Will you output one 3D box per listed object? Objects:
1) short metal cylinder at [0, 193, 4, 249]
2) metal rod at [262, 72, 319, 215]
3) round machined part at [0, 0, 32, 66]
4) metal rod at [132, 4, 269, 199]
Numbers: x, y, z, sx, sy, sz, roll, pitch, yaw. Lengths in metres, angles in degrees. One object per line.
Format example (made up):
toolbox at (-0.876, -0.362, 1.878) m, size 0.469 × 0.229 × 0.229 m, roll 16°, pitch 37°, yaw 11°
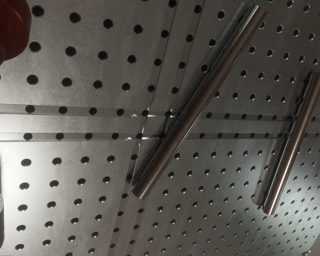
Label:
short metal cylinder at (-0.209, 0.102, 0.325) m, size 0.081 × 0.080 × 0.050 m, roll -2°, pitch 119°, yaw -28°
metal rod at (0.242, 0.042, 0.572) m, size 0.025 × 0.025 × 0.298 m, roll -7°, pitch 122°, yaw -25°
round machined part at (-0.153, -0.078, 0.235) m, size 0.099 × 0.042 × 0.098 m, roll -3°, pitch 156°, yaw -1°
metal rod at (0.047, -0.026, 0.422) m, size 0.025 × 0.025 × 0.299 m, roll 23°, pitch 106°, yaw -37°
